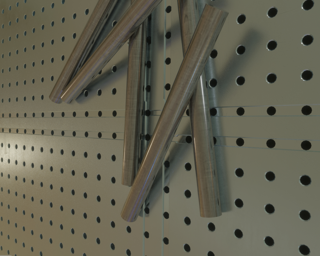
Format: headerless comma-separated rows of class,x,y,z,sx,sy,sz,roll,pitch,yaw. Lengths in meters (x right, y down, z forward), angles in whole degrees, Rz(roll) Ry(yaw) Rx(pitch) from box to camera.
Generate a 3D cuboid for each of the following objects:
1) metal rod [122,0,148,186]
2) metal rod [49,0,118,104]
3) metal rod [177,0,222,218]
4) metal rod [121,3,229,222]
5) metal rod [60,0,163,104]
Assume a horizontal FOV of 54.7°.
metal rod,-0.034,-0.069,0.434,0.025,0.025,0.298,5,93,39
metal rod,-0.107,-0.158,0.494,0.298,0.025,0.025,-52,60,27
metal rod,0.044,-0.047,0.371,0.025,0.025,0.298,-9,84,39
metal rod,0.007,0.003,0.377,0.025,0.025,0.298,41,122,32
metal rod,-0.071,-0.115,0.438,0.299,0.025,0.025,-34,69,43
